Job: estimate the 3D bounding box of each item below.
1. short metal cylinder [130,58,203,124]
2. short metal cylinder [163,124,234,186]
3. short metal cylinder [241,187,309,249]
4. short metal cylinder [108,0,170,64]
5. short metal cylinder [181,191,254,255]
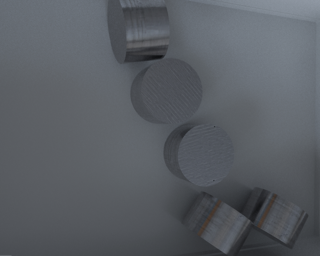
[{"bbox_3d":[0.007,-0.045,0.400,0.081,0.050,0.080,0,90,-20],"label":"short metal cylinder"},{"bbox_3d":[0.051,0.034,0.416,0.081,0.050,0.080,0,90,-20],"label":"short metal cylinder"},{"bbox_3d":[0.160,0.127,0.440,0.080,0.080,0.050,35,79,-17],"label":"short metal cylinder"},{"bbox_3d":[-0.028,-0.120,0.371,0.050,0.080,0.080,-11,94,-20],"label":"short metal cylinder"},{"bbox_3d":[0.075,0.127,0.409,0.080,0.080,0.050,38,78,-16],"label":"short metal cylinder"}]
